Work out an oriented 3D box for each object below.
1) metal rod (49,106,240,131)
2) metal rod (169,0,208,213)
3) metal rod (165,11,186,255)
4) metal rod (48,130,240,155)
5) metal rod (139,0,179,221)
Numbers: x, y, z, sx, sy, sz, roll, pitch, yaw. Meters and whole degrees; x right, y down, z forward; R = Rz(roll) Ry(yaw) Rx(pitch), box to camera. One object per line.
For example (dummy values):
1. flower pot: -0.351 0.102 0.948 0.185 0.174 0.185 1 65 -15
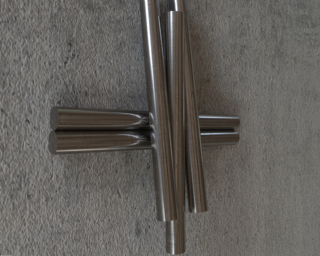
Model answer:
1. metal rod: 0.007 -0.010 0.415 0.302 0.025 0.025 0 90 -40
2. metal rod: 0.036 -0.042 0.411 0.025 0.025 0.298 0 82 -40
3. metal rod: 0.019 0.006 0.391 0.025 0.025 0.298 0 90 -40
4. metal rod: 0.006 0.015 0.414 0.302 0.025 0.025 0 90 -40
5. metal rod: -0.003 -0.041 0.378 0.025 0.025 0.298 0 82 -40
